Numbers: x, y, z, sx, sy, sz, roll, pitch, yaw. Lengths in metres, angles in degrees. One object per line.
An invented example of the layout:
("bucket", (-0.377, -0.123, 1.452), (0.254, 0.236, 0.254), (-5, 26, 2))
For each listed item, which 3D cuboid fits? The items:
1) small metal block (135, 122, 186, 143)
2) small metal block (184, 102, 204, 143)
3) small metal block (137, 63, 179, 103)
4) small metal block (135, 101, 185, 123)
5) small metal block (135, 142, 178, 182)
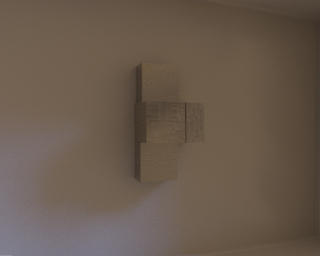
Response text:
("small metal block", (-0.001, 0.005, 0.395), (0.050, 0.050, 0.025), (0, 90, -20))
("small metal block", (0.035, -0.007, 0.408), (0.025, 0.050, 0.050), (0, 90, -20))
("small metal block", (-0.003, -0.057, 0.407), (0.050, 0.025, 0.050), (0, 90, -20))
("small metal block", (-0.001, -0.019, 0.395), (0.050, 0.050, 0.025), (0, 90, -20))
("small metal block", (-0.005, 0.043, 0.407), (0.050, 0.025, 0.050), (0, 90, -20))
